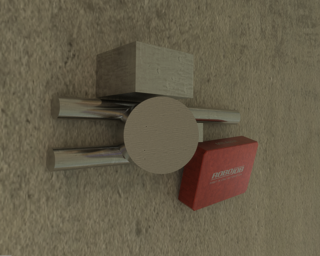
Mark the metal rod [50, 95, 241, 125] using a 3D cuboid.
[{"bbox_3d":[0.008,-0.019,0.415,0.302,0.025,0.025,1,90,-40],"label":"metal rod"}]

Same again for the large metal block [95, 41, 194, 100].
[{"bbox_3d":[-0.019,-0.060,0.357,0.081,0.080,0.050,1,90,-40],"label":"large metal block"}]

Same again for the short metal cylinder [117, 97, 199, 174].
[{"bbox_3d":[-0.004,0.008,0.342,0.081,0.050,0.080,0,88,-16],"label":"short metal cylinder"}]

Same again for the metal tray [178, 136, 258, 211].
[{"bbox_3d":[0.090,0.063,0.463,0.131,0.030,0.089,-5,111,-41],"label":"metal tray"}]

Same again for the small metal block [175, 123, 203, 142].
[{"bbox_3d":[0.021,0.005,0.409,0.050,0.050,0.025,1,90,-40],"label":"small metal block"}]

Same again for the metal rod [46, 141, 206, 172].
[{"bbox_3d":[0.004,0.032,0.412,0.302,0.025,0.025,0,90,-40],"label":"metal rod"}]
